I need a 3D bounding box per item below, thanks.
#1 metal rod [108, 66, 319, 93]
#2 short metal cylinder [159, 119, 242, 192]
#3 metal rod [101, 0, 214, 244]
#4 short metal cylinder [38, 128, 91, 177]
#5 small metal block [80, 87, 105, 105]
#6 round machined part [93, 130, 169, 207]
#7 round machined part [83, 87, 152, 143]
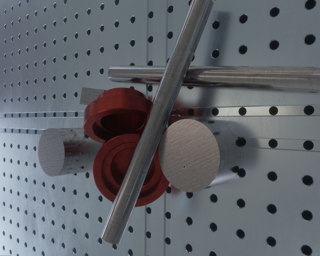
[{"bbox_3d":[0.046,-0.062,0.371,0.300,0.025,0.025,10,96,39],"label":"metal rod"},{"bbox_3d":[0.045,0.030,0.356,0.080,0.050,0.080,0,90,40],"label":"short metal cylinder"},{"bbox_3d":[-0.004,-0.007,0.362,0.025,0.025,0.299,23,93,37],"label":"metal rod"},{"bbox_3d":[-0.164,0.040,0.529,0.080,0.050,0.080,0,90,40],"label":"short metal cylinder"},{"bbox_3d":[-0.081,-0.042,0.459,0.050,0.050,0.025,12,93,39],"label":"small metal block"},{"bbox_3d":[-0.035,0.049,0.405,0.099,0.042,0.097,0,103,-2],"label":"round machined part"},{"bbox_3d":[-0.049,-0.017,0.407,0.098,0.099,0.042,-29,53,36],"label":"round machined part"}]
